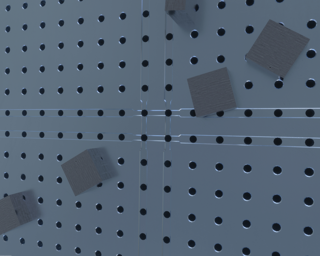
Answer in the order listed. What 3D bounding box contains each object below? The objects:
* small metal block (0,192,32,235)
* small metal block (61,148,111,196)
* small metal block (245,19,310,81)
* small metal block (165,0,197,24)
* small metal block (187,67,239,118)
[{"bbox_3d":[-0.240,0.137,0.495,0.050,0.025,0.050,-27,81,17],"label":"small metal block"},{"bbox_3d":[-0.107,0.063,0.449,0.050,0.025,0.050,-31,80,17],"label":"small metal block"},{"bbox_3d":[0.137,-0.091,0.364,0.050,0.025,0.050,34,101,16],"label":"small metal block"},{"bbox_3d":[0.028,-0.164,0.389,0.025,0.050,0.050,6,92,20],"label":"small metal block"},{"bbox_3d":[0.067,-0.043,0.389,0.050,0.025,0.050,-15,85,19],"label":"small metal block"}]
